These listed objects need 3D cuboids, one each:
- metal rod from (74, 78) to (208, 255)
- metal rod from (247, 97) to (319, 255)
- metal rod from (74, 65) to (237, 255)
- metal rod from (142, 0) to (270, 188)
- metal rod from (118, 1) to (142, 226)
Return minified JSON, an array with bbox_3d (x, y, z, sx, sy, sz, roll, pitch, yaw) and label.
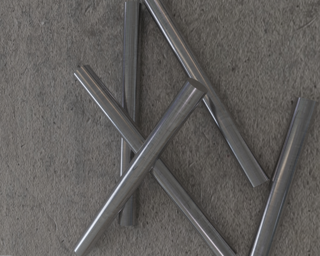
[{"bbox_3d":[-0.037,0.066,0.383,0.025,0.025,0.298,42,118,15],"label":"metal rod"},{"bbox_3d":[0.128,0.112,0.363,0.025,0.025,0.298,17,95,19],"label":"metal rod"},{"bbox_3d":[-0.009,0.042,0.392,0.025,0.025,0.300,-40,85,16],"label":"metal rod"},{"bbox_3d":[0.048,-0.064,0.391,0.025,0.025,0.299,-32,80,17],"label":"metal rod"},{"bbox_3d":[-0.041,-0.019,0.423,0.025,0.025,0.298,2,91,20],"label":"metal rod"}]
